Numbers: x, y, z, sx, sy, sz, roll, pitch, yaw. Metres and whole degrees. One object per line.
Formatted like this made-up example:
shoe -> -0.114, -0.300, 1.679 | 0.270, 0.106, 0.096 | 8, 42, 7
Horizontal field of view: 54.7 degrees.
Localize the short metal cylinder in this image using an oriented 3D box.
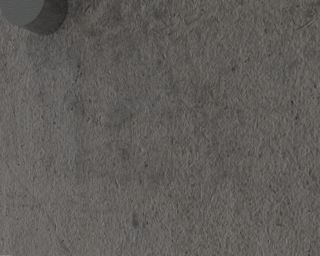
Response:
short metal cylinder -> -0.187, -0.185, 0.462 | 0.080, 0.050, 0.080 | 0, 90, 20
